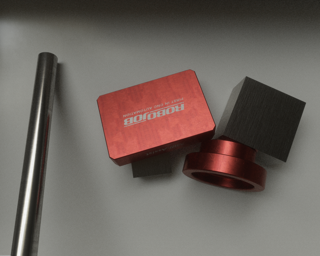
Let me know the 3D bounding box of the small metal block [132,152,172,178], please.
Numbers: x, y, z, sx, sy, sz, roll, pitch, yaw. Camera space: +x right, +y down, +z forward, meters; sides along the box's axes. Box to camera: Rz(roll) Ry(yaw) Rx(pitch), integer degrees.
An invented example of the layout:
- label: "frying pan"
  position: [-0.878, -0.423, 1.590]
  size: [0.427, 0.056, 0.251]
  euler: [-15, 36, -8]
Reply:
- label: "small metal block"
  position: [-0.013, 0.036, 0.411]
  size: [0.050, 0.025, 0.050]
  euler: [-8, 90, -1]

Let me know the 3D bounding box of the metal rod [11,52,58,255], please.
- label: "metal rod"
  position: [-0.142, 0.043, 0.350]
  size: [0.025, 0.025, 0.299]
  euler: [-3, 66, 0]

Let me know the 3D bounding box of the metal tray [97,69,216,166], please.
- label: "metal tray"
  position: [-0.006, -0.014, 0.392]
  size: [0.131, 0.030, 0.090]
  euler: [-17, 67, -1]

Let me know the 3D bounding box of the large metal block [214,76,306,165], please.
- label: "large metal block"
  position: [0.123, -0.007, 0.393]
  size: [0.080, 0.050, 0.080]
  euler: [24, 78, -1]

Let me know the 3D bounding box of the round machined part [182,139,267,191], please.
- label: "round machined part"
  position: [0.080, 0.045, 0.379]
  size: [0.099, 0.098, 0.042]
  euler: [15, 73, -1]
